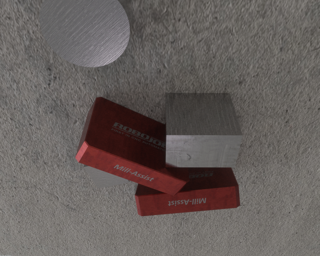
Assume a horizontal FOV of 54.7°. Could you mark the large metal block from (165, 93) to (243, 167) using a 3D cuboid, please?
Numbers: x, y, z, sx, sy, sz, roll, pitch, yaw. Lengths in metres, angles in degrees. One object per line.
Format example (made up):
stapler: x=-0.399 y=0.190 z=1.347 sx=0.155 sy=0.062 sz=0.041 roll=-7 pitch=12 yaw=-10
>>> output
large metal block: x=0.047 y=0.001 z=0.372 sx=0.081 sy=0.080 sz=0.050 roll=0 pitch=130 yaw=-1

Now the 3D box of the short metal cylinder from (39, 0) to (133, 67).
short metal cylinder: x=-0.068 y=-0.106 z=0.300 sx=0.081 sy=0.050 sz=0.079 roll=0 pitch=130 yaw=0

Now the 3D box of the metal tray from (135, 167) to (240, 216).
metal tray: x=0.037 y=0.080 z=0.430 sx=0.131 sy=0.090 sz=0.030 roll=-6 pitch=105 yaw=5

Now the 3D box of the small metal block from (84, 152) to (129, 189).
small metal block: x=-0.077 y=0.060 z=0.458 sx=0.050 sy=0.025 sz=0.050 roll=-13 pitch=129 yaw=10

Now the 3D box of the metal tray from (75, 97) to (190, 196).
metal tray: x=-0.029 y=0.022 z=0.382 sx=0.131 sy=0.090 sz=0.030 roll=23 pitch=126 yaw=-19
